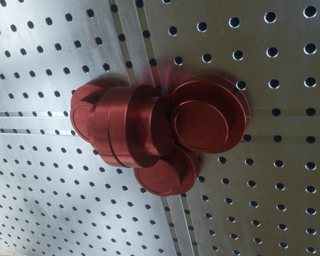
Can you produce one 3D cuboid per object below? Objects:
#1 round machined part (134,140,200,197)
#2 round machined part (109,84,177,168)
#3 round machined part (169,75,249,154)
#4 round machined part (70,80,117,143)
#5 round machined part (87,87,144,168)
[{"bbox_3d":[0.003,0.056,0.432,0.098,0.042,0.097,13,124,20],"label":"round machined part"},{"bbox_3d":[-0.013,-0.002,0.361,0.042,0.098,0.097,-1,118,28],"label":"round machined part"},{"bbox_3d":[0.051,-0.010,0.365,0.098,0.042,0.097,13,124,20],"label":"round machined part"},{"bbox_3d":[-0.086,-0.015,0.434,0.098,0.042,0.097,13,124,20],"label":"round machined part"},{"bbox_3d":[-0.052,-0.001,0.381,0.042,0.098,0.097,1,119,27],"label":"round machined part"}]
